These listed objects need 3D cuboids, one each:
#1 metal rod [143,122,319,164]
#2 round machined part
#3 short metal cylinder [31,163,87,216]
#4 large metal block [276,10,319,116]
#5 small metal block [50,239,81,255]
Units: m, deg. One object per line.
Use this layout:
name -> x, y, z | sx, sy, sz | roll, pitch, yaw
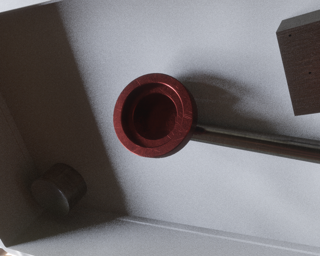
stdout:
metal rod -> 0.088, 0.012, 0.368 | 0.301, 0.025, 0.025 | 10, 123, 22
round machined part -> -0.002, -0.012, 0.370 | 0.098, 0.042, 0.097 | -3, 81, 21
short metal cylinder -> -0.179, 0.109, 0.552 | 0.080, 0.050, 0.079 | 13, 124, 20
large metal block -> 0.155, -0.062, 0.272 | 0.080, 0.050, 0.080 | -9, 114, 31
small metal block -> -0.213, 0.283, 0.695 | 0.050, 0.025, 0.050 | 38, 129, 1
